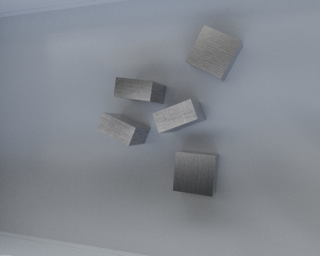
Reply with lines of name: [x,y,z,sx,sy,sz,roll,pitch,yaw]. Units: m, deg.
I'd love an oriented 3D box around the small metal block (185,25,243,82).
small metal block: [0.068,-0.092,0.386,0.050,0.025,0.050,30,100,17]

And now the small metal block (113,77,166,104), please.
small metal block: [-0.025,-0.048,0.406,0.050,0.050,0.025,9,93,20]

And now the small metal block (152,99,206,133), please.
small metal block: [0.026,-0.014,0.388,0.050,0.050,0.025,-20,83,19]

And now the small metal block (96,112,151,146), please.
small metal block: [-0.047,0.001,0.414,0.050,0.050,0.025,24,98,18]

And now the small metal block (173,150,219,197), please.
small metal block: [0.046,0.056,0.394,0.050,0.025,0.050,5,92,20]
